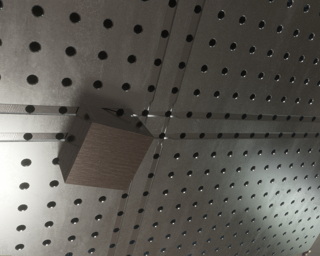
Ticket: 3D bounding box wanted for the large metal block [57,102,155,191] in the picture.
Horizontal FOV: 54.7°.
[{"bbox_3d":[-0.067,0.025,0.375,0.081,0.050,0.080,16,110,-35],"label":"large metal block"}]
